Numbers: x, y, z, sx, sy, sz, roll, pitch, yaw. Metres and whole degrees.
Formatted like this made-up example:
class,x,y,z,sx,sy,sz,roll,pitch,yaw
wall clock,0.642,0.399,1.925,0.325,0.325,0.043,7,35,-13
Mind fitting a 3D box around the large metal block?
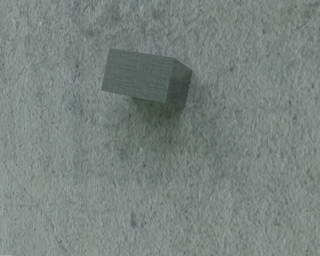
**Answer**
class,x,y,z,sx,sy,sz,roll,pitch,yaw
large metal block,-0.013,-0.060,0.383,0.080,0.080,0.050,13,95,19
